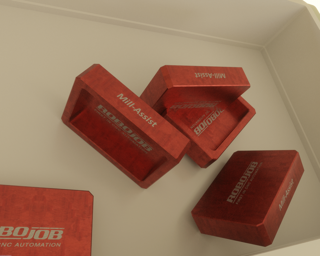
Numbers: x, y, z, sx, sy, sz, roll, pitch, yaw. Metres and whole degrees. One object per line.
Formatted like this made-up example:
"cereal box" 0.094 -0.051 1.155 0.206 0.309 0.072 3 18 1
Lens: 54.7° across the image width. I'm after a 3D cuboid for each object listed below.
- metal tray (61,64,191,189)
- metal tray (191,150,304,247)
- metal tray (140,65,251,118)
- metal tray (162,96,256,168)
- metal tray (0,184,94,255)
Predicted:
"metal tray" -0.041 0.003 0.340 0.130 0.090 0.030 40 51 -2
"metal tray" 0.109 0.076 0.376 0.131 0.090 0.030 -43 116 -39
"metal tray" 0.043 -0.044 0.415 0.131 0.090 0.030 -5 66 -31
"metal tray" 0.070 -0.016 0.437 0.090 0.030 0.131 45 51 6
"metal tray" -0.129 0.099 0.273 0.131 0.030 0.090 10 57 -23
